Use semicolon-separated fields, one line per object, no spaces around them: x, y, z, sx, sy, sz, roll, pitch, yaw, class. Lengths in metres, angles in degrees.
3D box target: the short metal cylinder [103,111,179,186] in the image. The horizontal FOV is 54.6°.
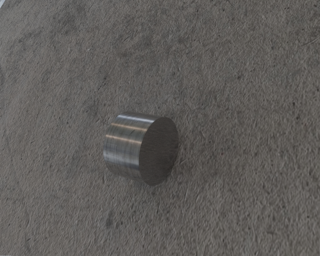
-0.020;0.023;0.366;0.050;0.080;0.080;10;67;33;short metal cylinder
